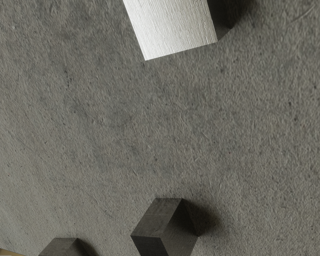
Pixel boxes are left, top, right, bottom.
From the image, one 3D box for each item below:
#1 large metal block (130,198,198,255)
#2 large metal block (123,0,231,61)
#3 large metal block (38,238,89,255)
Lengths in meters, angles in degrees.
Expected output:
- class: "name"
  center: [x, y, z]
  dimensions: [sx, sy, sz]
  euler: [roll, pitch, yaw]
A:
- class: "large metal block"
  center: [0.010, 0.163, 0.467]
  dimensions: [0.050, 0.080, 0.080]
  euler: [-9, 114, 32]
- class: "large metal block"
  center: [0.016, -0.121, 0.307]
  dimensions: [0.080, 0.050, 0.080]
  euler: [-7, 115, 31]
- class: "large metal block"
  center: [-0.203, 0.289, 0.676]
  dimensions: [0.080, 0.050, 0.080]
  euler: [-14, 111, 34]
